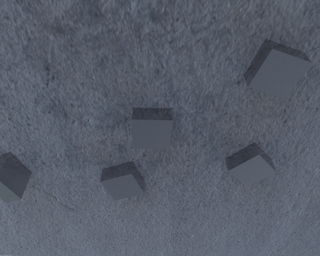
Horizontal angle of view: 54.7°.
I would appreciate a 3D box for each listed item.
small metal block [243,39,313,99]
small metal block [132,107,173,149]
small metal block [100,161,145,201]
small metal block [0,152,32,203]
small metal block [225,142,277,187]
[{"bbox_3d":[0.132,-0.067,0.353,0.050,0.025,0.050,15,129,-13],"label":"small metal block"},{"bbox_3d":[-0.011,0.001,0.408,0.050,0.025,0.050,1,130,-2],"label":"small metal block"},{"bbox_3d":[-0.056,0.082,0.477,0.050,0.025,0.050,-16,129,12],"label":"small metal block"},{"bbox_3d":[-0.220,0.072,0.449,0.025,0.050,0.050,-18,128,15],"label":"small metal block"},{"bbox_3d":[0.134,0.055,0.456,0.050,0.025,0.050,-34,123,25],"label":"small metal block"}]
